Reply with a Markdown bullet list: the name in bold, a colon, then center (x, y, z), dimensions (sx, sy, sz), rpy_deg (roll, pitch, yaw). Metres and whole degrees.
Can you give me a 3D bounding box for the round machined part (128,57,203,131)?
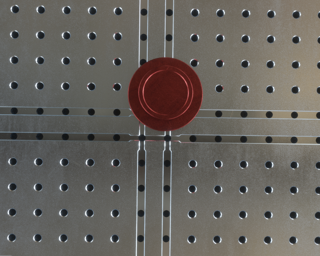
- **round machined part**: center (0.007, -0.044, 0.405), dimensions (0.099, 0.042, 0.097), rpy_deg (0, 90, -1)
